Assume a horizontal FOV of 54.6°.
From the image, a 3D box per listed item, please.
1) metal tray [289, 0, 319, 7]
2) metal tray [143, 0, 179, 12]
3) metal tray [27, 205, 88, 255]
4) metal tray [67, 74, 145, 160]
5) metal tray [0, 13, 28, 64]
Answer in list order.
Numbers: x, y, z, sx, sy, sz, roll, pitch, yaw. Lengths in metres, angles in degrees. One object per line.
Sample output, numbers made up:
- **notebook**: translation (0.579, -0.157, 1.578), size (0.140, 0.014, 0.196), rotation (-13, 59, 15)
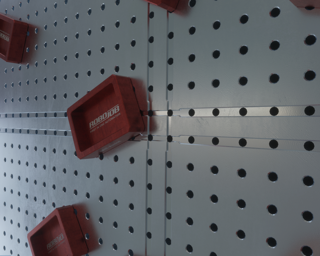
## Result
- **metal tray**: translation (0.182, -0.147, 0.256), size (0.130, 0.030, 0.089), rotation (22, 104, 38)
- **metal tray**: translation (0.003, -0.230, 0.404), size (0.090, 0.030, 0.129), rotation (36, 112, 34)
- **metal tray**: translation (-0.190, 0.209, 0.565), size (0.129, 0.030, 0.090), rotation (-41, 65, 32)
- **metal tray**: translation (-0.089, -0.014, 0.480), size (0.130, 0.030, 0.090), rotation (-28, 73, 36)
- **metal tray**: translation (-0.347, -0.206, 0.695), size (0.130, 0.030, 0.089), rotation (29, 108, 36)
